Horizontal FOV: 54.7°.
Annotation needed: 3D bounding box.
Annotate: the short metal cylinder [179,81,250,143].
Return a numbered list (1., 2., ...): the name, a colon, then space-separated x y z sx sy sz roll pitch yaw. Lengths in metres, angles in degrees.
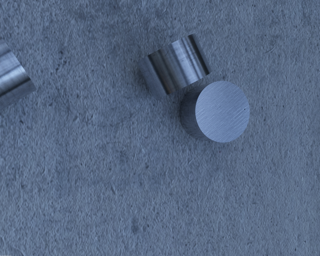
1. short metal cylinder: 0.073 -0.021 0.423 0.081 0.050 0.080 0 90 -20

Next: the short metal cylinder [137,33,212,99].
1. short metal cylinder: 0.018 -0.076 0.386 0.080 0.080 0.050 -29 100 -18

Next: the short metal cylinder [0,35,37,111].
1. short metal cylinder: -0.172 -0.060 0.316 0.050 0.080 0.080 -36 102 -16
